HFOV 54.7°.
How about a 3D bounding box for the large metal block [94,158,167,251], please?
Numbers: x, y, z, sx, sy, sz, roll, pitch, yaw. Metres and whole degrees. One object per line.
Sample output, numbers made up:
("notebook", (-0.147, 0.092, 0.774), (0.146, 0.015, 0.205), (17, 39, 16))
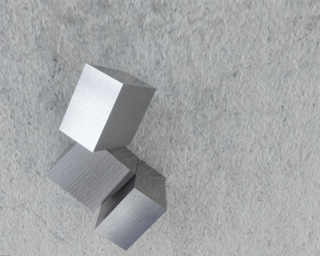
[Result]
("large metal block", (-0.037, 0.100, 0.417), (0.050, 0.080, 0.080), (38, 105, -13))

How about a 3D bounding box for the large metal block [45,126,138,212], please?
("large metal block", (-0.088, 0.050, 0.414), (0.080, 0.050, 0.080), (43, 104, -15))

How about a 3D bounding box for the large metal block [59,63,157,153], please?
("large metal block", (-0.058, -0.023, 0.361), (0.050, 0.080, 0.080), (31, 105, 19))
